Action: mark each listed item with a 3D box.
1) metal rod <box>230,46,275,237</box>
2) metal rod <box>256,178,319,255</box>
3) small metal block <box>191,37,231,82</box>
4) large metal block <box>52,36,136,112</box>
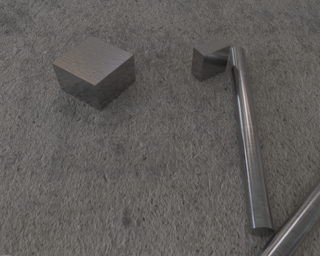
[{"bbox_3d":[0.115,-0.009,0.411,0.025,0.025,0.300,3,50,3],"label":"metal rod"},{"bbox_3d":[0.178,0.075,0.341,0.302,0.025,0.025,-36,59,-27],"label":"metal rod"},{"bbox_3d":[0.077,-0.105,0.476,0.050,0.050,0.025,-26,55,-20],"label":"small metal block"},{"bbox_3d":[-0.094,-0.082,0.455,0.080,0.050,0.080,28,55,21],"label":"large metal block"}]
